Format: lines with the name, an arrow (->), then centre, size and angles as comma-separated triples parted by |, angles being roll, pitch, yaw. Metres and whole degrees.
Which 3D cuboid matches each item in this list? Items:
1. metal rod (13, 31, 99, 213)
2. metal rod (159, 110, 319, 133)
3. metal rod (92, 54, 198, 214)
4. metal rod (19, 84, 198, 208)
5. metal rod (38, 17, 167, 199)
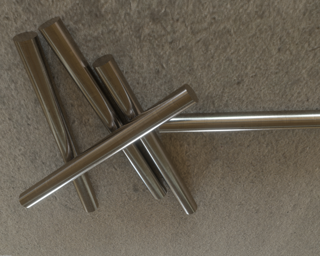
metal rod -> -0.128, 0.017, 0.419 | 0.025, 0.025, 0.298 | -4, 130, 3
metal rod -> 0.150, -0.010, 0.400 | 0.302, 0.025, 0.025 | -2, 130, 0
metal rod -> -0.006, 0.030, 0.432 | 0.025, 0.025, 0.299 | -18, 128, 14
metal rod -> -0.082, 0.034, 0.400 | 0.300, 0.025, 0.025 | -32, 124, 24
metal rod -> -0.057, -0.001, 0.405 | 0.025, 0.025, 0.299 | -17, 128, 14
